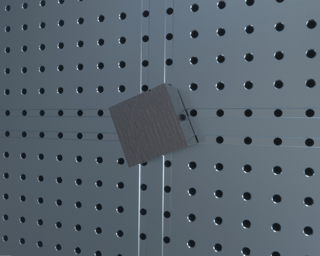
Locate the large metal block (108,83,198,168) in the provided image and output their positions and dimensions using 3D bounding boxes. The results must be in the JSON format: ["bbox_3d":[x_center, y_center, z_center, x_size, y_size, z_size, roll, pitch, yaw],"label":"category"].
[{"bbox_3d":[-0.008,-0.002,0.398,0.080,0.050,0.080,-22,83,18],"label":"large metal block"}]
